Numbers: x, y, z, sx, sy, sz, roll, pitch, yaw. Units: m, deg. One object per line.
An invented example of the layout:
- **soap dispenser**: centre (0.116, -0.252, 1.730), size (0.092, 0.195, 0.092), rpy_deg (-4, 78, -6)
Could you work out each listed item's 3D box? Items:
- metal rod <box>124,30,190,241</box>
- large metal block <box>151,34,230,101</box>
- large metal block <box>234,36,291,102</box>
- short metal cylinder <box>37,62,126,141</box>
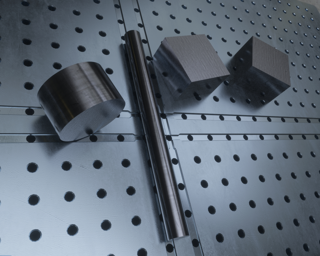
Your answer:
- **metal rod**: centre (-0.011, -0.009, 0.409), size (0.025, 0.025, 0.299), rpy_deg (1, 61, -28)
- **large metal block**: centre (0.047, -0.094, 0.477), size (0.081, 0.050, 0.080), rpy_deg (-16, 71, -35)
- **large metal block**: centre (0.184, -0.107, 0.559), size (0.080, 0.050, 0.080), rpy_deg (23, 53, -15)
- **short metal cylinder**: centre (-0.086, -0.028, 0.345), size (0.081, 0.080, 0.050), rpy_deg (-25, 76, -37)
